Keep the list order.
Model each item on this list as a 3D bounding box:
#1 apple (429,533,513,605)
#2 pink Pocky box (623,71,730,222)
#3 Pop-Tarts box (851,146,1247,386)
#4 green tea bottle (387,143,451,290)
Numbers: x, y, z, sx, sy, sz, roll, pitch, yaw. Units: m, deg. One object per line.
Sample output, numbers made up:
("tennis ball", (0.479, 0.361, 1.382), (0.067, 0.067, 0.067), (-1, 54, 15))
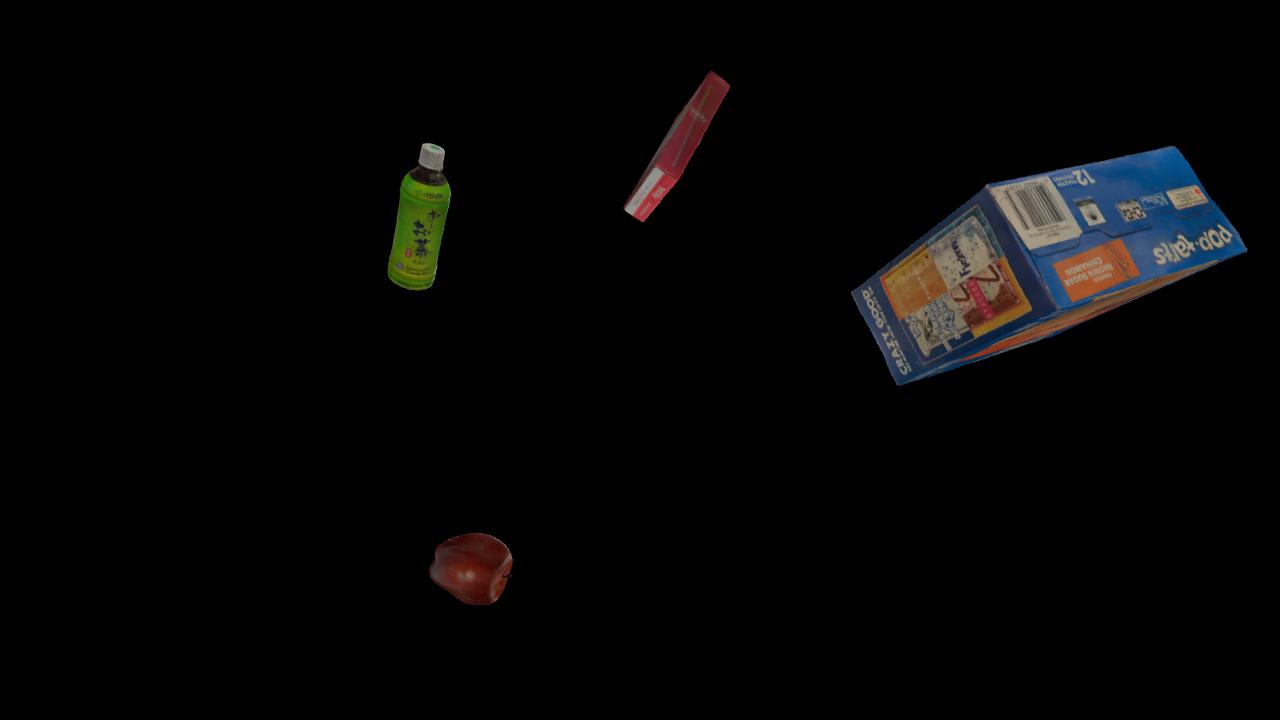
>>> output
("apple", (-0.195, 0.243, 0.722), (0.093, 0.079, 0.079), (14, 1, 6))
("pink Pocky box", (0.039, -0.224, 0.645), (0.029, 0.155, 0.084), (33, -28, -12))
("Pop-Tarts box", (0.263, -0.058, 0.416), (0.167, 0.083, 0.141), (-14, -15, -19))
("green tea bottle", (-0.314, -0.204, 0.882), (0.073, 0.212, 0.073), (15, 34, -11))
